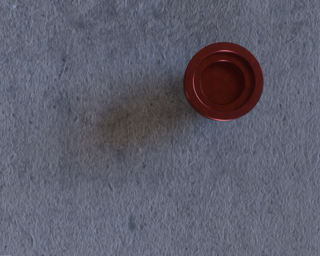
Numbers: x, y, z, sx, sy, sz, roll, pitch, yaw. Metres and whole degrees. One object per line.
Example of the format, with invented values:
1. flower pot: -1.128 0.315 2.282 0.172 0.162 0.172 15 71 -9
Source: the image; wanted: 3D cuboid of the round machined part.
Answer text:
1. round machined part: 0.079 -0.058 0.403 0.099 0.042 0.097 0 90 -1
